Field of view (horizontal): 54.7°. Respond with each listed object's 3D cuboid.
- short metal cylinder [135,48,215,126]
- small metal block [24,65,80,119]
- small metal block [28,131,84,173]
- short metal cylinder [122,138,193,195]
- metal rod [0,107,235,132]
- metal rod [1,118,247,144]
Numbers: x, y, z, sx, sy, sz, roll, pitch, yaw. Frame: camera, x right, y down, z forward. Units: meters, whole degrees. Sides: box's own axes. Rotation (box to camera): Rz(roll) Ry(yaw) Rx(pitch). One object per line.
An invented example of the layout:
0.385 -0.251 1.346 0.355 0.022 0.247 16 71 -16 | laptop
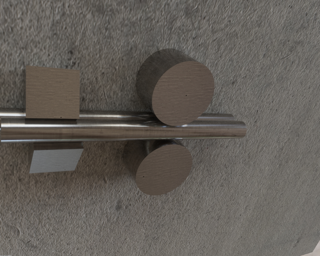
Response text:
0.017 -0.049 0.371 0.081 0.050 0.079 -14 124 -21 | short metal cylinder
-0.110 -0.034 0.315 0.050 0.025 0.050 0 91 -28 | small metal block
-0.118 0.026 0.347 0.050 0.025 0.050 0 145 -29 | small metal block
-0.004 0.043 0.417 0.081 0.050 0.079 -14 124 -21 | short metal cylinder
-0.030 -0.009 0.386 0.303 0.025 0.025 0 119 -29 | metal rod
-0.019 0.002 0.367 0.303 0.025 0.025 0 119 -28 | metal rod
